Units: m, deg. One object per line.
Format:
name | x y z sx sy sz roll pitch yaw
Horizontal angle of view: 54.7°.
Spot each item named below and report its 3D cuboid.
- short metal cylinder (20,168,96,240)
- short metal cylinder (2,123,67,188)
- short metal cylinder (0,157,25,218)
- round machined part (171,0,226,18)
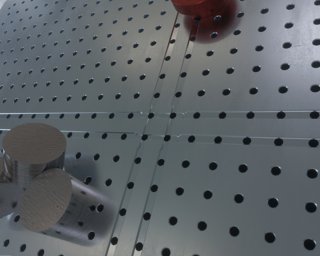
short metal cylinder | -0.131 0.098 0.401 0.080 0.050 0.080 -13 56 21
short metal cylinder | -0.175 0.038 0.435 0.081 0.050 0.080 13 38 -10
short metal cylinder | -0.241 0.087 0.446 0.080 0.080 0.050 -37 51 4
round machined part | 0.068 -0.215 0.494 0.098 0.042 0.098 -13 56 21
